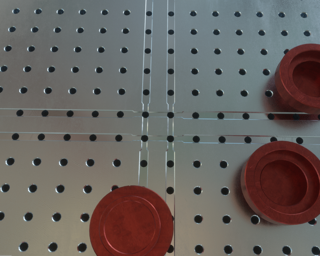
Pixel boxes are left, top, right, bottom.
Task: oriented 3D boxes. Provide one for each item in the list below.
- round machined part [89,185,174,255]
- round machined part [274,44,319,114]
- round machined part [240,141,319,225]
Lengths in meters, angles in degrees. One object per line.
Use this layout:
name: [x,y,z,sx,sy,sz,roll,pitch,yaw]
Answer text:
round machined part: [-0.033,0.115,0.360,0.099,0.042,0.098,0,70,0]
round machined part: [0.207,-0.063,0.427,0.099,0.042,0.098,0,70,0]
round machined part: [0.147,0.068,0.379,0.099,0.042,0.098,0,70,0]
